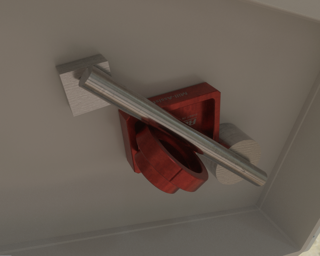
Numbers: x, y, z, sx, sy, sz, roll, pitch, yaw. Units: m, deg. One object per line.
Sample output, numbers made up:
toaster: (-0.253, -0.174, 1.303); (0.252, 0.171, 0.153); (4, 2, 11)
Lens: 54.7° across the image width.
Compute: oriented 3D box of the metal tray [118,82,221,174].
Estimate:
metal tray: (0.017, -0.001, 0.413); (0.131, 0.030, 0.089); (-18, 126, -19)

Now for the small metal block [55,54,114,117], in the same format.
small metal block: (-0.079, -0.047, 0.336); (0.050, 0.025, 0.050); (-20, 127, -17)

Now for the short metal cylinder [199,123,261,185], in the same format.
short metal cylinder: (0.106, 0.040, 0.475); (0.081, 0.050, 0.079); (-14, 125, -21)

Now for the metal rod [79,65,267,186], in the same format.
metal rod: (0.038, 0.012, 0.384); (0.301, 0.025, 0.025); (30, 102, -32)

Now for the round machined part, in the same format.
round machined part: (0.008, 0.040, 0.374); (0.098, 0.098, 0.042); (31, 109, -38)
